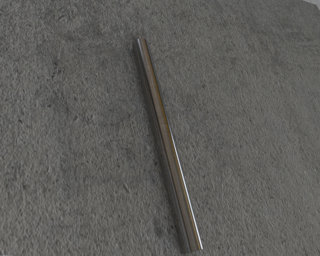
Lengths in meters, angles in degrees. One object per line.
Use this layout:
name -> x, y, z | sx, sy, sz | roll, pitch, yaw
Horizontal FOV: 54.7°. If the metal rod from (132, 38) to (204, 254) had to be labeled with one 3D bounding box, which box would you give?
metal rod -> 0.003, 0.005, 0.405 | 0.025, 0.025, 0.299 | 0, 62, -29
